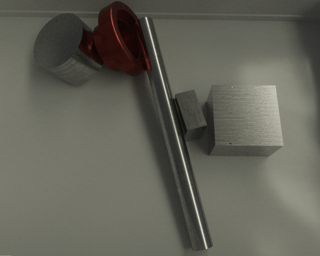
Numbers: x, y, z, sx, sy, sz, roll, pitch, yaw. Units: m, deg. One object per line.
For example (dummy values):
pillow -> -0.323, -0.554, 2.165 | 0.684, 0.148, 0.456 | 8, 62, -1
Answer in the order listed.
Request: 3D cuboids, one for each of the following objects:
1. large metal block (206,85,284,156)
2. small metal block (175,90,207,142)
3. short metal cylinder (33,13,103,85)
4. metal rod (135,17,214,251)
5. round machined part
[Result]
large metal block -> 0.105, -0.008, 0.401 | 0.081, 0.050, 0.080 | 1, 70, 0
small metal block -> 0.037, -0.014, 0.402 | 0.025, 0.050, 0.050 | -14, 71, -7
short metal cylinder -> -0.121, -0.105, 0.418 | 0.080, 0.050, 0.080 | -8, 70, 23
metal rod -> 0.014, -0.002, 0.391 | 0.025, 0.025, 0.299 | -13, 78, -5
round machined part -> -0.052, -0.115, 0.420 | 0.042, 0.098, 0.098 | -20, 69, 24
